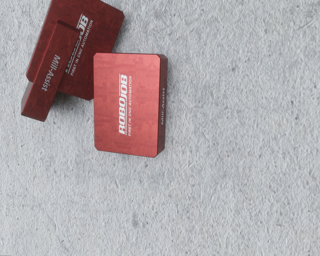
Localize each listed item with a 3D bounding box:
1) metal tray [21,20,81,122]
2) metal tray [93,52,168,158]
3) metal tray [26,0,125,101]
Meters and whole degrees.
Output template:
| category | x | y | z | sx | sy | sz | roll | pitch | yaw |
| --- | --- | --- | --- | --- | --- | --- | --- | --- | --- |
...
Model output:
| category | x | y | z | sx | sy | sz | roll | pitch | yaw |
| --- | --- | --- | --- | --- | --- | --- | --- | --- | --- |
| metal tray | -0.155 | -0.082 | 0.430 | 0.129 | 0.030 | 0.090 | -66 | 28 | 7 |
| metal tray | -0.039 | -0.031 | 0.405 | 0.090 | 0.030 | 0.129 | 6 | 103 | 17 |
| metal tray | -0.114 | -0.112 | 0.416 | 0.030 | 0.091 | 0.129 | 37 | 106 | 61 |
